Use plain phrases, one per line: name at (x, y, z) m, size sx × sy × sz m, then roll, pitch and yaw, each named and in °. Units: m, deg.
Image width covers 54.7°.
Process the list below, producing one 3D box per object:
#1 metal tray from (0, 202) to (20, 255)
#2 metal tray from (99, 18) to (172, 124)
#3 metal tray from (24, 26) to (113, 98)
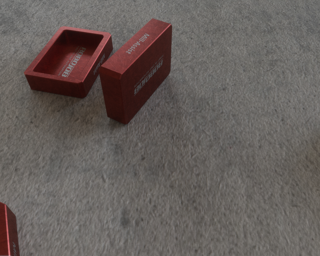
metal tray at (-0.177, 0.142, 0.278) m, size 0.091 × 0.030 × 0.130 m, roll -17°, pitch 52°, yaw -14°
metal tray at (-0.028, -0.079, 0.426) m, size 0.030 × 0.089 × 0.130 m, roll 23°, pitch 54°, yaw 18°
metal tray at (-0.138, -0.108, 0.488) m, size 0.090 × 0.030 × 0.130 m, roll 11°, pitch 51°, yaw 8°
